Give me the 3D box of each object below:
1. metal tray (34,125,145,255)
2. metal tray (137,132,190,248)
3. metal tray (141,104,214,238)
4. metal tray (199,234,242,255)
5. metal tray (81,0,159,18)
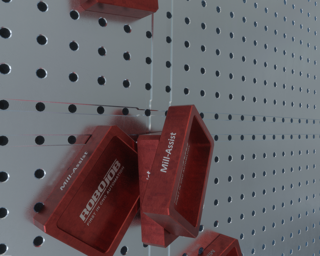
[{"bbox_3d":[-0.064,0.072,0.351,0.090,0.030,0.130,45,63,-31],"label":"metal tray"},{"bbox_3d":[0.010,0.070,0.392,0.090,0.030,0.129,-7,95,-62],"label":"metal tray"},{"bbox_3d":[0.027,0.049,0.359,0.090,0.030,0.130,53,44,-48],"label":"metal tray"},{"bbox_3d":[0.079,0.237,0.471,0.131,0.030,0.090,-28,108,-36],"label":"metal tray"},{"bbox_3d":[-0.050,-0.203,0.363,0.091,0.030,0.129,-8,95,-40],"label":"metal tray"}]
